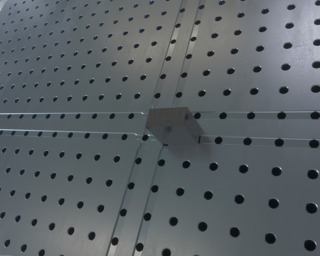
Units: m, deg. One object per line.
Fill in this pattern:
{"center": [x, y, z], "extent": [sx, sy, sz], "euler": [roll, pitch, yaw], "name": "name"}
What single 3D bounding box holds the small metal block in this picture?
{"center": [0.017, -0.001, 0.385], "extent": [0.050, 0.050, 0.025], "euler": [-1, 61, 28], "name": "small metal block"}
